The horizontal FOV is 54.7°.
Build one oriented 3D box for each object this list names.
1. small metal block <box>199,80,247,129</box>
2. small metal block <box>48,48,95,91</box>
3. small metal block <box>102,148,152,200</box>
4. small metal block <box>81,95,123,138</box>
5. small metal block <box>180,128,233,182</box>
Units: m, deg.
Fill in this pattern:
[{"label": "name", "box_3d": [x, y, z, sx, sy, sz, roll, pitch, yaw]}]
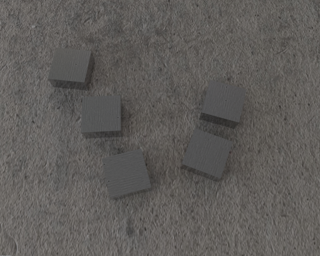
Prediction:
[{"label": "small metal block", "box_3d": [0.085, -0.032, 0.420, 0.050, 0.025, 0.050, 16, 71, 5]}, {"label": "small metal block", "box_3d": [-0.124, -0.083, 0.437, 0.050, 0.025, 0.050, 6, 70, 2]}, {"label": "small metal block", "box_3d": [-0.041, 0.058, 0.386, 0.050, 0.025, 0.050, -14, 71, -5]}, {"label": "small metal block", "box_3d": [-0.076, -0.015, 0.413, 0.050, 0.025, 0.050, -3, 70, -1]}, {"label": "small metal block", "box_3d": [0.059, 0.035, 0.396, 0.050, 0.025, 0.050, 20, 71, 7]}]
